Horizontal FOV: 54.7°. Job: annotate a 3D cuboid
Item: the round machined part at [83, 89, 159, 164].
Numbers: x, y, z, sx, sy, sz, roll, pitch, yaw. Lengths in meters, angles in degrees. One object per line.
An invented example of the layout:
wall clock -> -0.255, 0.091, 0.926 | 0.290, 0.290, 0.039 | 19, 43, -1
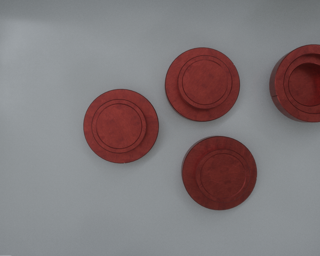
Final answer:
round machined part -> -0.051, -0.002, 0.402 | 0.099, 0.042, 0.097 | 0, 90, -1

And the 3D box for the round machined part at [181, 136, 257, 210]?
round machined part -> 0.078, 0.059, 0.404 | 0.099, 0.042, 0.097 | 0, 90, -1

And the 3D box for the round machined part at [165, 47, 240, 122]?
round machined part -> 0.056, -0.057, 0.404 | 0.099, 0.042, 0.097 | 0, 90, -1

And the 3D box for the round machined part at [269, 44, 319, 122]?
round machined part -> 0.192, -0.056, 0.405 | 0.099, 0.042, 0.097 | 0, 90, -1
